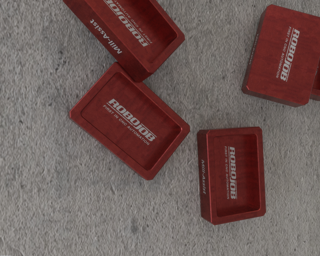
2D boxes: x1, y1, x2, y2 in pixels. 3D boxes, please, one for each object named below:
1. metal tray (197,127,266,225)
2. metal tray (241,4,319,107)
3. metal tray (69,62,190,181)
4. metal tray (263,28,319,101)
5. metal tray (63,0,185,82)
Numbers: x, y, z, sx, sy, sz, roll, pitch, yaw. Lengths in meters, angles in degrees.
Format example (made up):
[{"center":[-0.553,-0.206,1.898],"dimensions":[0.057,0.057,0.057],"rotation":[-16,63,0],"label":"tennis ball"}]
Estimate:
[{"center":[0.103,0.065,0.444],"dimensions":[0.091,0.030,0.129],"rotation":[-4,91,-20],"label":"metal tray"},{"center":[0.181,-0.104,0.453],"dimensions":[0.090,0.030,0.129],"rotation":[16,87,1],"label":"metal tray"},{"center":[-0.036,-0.007,0.392],"dimensions":[0.130,0.030,0.090],"rotation":[42,77,-15],"label":"metal tray"},{"center":[0.221,-0.100,0.487],"dimensions":[0.131,0.030,0.090],"rotation":[11,86,-20],"label":"metal tray"},{"center":[-0.038,-0.131,0.374],"dimensions":[0.130,0.030,0.090],"rotation":[47,53,-14],"label":"metal tray"}]
